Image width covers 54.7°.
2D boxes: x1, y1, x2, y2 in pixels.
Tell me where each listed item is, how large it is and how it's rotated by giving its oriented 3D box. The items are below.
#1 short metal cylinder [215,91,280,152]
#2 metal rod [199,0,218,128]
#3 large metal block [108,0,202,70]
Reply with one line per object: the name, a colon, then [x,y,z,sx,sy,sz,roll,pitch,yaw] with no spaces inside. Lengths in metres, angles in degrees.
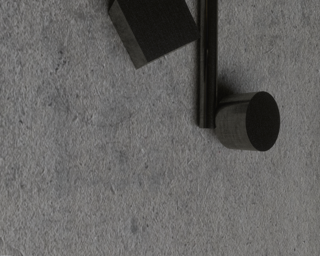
short metal cylinder: [0.122,-0.009,0.429,0.081,0.050,0.080,0,90,-39]
metal rod: [0.069,-0.149,0.434,0.025,0.025,0.298,1,90,-20]
large metal block: [-0.007,-0.131,0.393,0.080,0.050,0.080,-30,100,-18]
